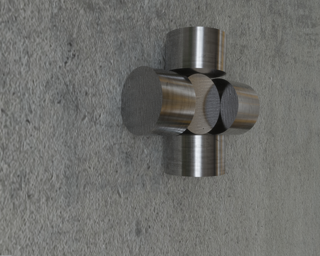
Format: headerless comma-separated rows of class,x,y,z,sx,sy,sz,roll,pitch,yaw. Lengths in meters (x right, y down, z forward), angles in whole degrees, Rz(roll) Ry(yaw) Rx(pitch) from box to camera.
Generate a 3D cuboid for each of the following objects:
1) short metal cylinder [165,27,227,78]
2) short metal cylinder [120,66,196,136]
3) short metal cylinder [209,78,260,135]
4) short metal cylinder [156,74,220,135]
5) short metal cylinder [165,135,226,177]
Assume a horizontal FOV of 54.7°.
short metal cylinder,0.048,-0.097,0.411,0.081,0.080,0.050,2,89,-40
short metal cylinder,-0.004,-0.030,0.369,0.050,0.080,0.079,3,89,-40
short metal cylinder,0.097,-0.030,0.454,0.050,0.080,0.079,3,89,-40
short metal cylinder,0.037,-0.031,0.423,0.081,0.050,0.079,0,90,-40
short metal cylinder,0.046,0.034,0.411,0.081,0.080,0.050,0,89,-40
